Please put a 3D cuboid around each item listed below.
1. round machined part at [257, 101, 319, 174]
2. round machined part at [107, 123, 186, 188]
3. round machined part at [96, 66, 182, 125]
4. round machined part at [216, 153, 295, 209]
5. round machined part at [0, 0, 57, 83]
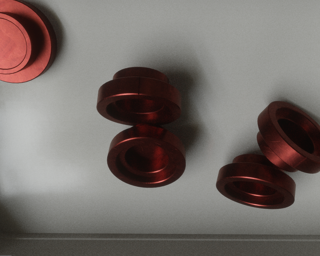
[{"bbox_3d":[0.161,0.016,0.385,0.098,0.098,0.042,26,131,-10],"label":"round machined part"},{"bbox_3d":[-0.016,0.032,0.402,0.099,0.042,0.097,1,133,2],"label":"round machined part"},{"bbox_3d":[-0.024,-0.038,0.369,0.099,0.098,0.042,3,70,-2],"label":"round machined part"},{"bbox_3d":[0.127,0.069,0.412,0.098,0.042,0.098,15,151,9],"label":"round machined part"},{"bbox_3d":[-0.177,-0.100,0.363,0.099,0.042,0.097,0,110,-1],"label":"round machined part"}]
